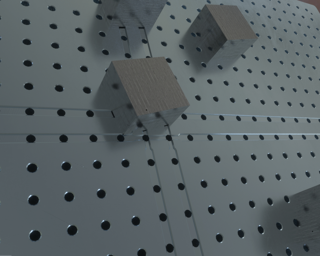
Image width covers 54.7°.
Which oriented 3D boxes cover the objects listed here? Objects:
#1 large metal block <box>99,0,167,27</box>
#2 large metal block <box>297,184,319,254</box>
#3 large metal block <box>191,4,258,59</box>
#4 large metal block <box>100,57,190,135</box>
[{"bbox_3d":[-0.038,-0.204,0.478,0.081,0.080,0.050,-11,68,-33],"label":"large metal block"},{"bbox_3d":[0.241,0.124,0.430,0.050,0.080,0.080,28,52,-11],"label":"large metal block"},{"bbox_3d":[0.117,-0.176,0.565,0.081,0.050,0.080,-14,69,-34],"label":"large metal block"},{"bbox_3d":[-0.021,-0.044,0.409,0.081,0.050,0.080,-14,69,-34],"label":"large metal block"}]
